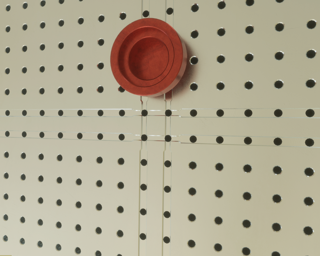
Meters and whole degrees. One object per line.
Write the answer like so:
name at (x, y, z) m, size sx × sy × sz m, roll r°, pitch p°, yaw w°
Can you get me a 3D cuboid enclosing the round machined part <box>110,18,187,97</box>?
round machined part at (-0.012, -0.089, 0.407) m, size 0.098 × 0.042 × 0.097 m, roll 0°, pitch 90°, yaw 19°
